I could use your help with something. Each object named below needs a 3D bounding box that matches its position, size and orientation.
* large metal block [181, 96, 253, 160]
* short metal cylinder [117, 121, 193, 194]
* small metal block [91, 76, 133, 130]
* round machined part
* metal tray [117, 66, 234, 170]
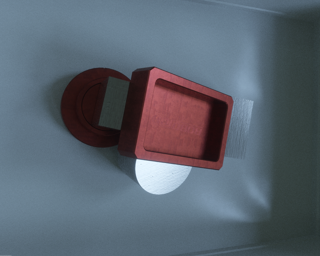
[{"bbox_3d":[0.073,-0.004,0.423,0.081,0.050,0.080,11,87,-20],"label":"large metal block"},{"bbox_3d":[-0.006,0.035,0.382,0.081,0.050,0.079,-9,108,-30],"label":"short metal cylinder"},{"bbox_3d":[-0.052,-0.025,0.332,0.025,0.050,0.050,13,86,-20],"label":"small metal block"},{"bbox_3d":[-0.068,-0.025,0.375,0.099,0.042,0.097,0,90,-21],"label":"round machined part"},{"bbox_3d":[0.023,-0.005,0.341,0.131,0.030,0.090,13,86,-39],"label":"metal tray"}]
